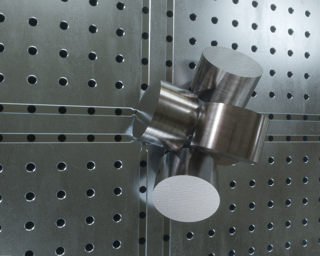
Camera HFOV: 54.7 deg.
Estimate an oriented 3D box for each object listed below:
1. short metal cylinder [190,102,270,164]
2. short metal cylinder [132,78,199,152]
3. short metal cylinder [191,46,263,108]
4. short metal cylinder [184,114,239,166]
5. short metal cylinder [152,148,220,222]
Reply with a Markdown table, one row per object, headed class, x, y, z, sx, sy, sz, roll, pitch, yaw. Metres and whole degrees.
| class | x | y | z | sx | sy | sz | roll | pitch | yaw |
| --- | --- | --- | --- | --- | --- | --- | --- | --- | --- |
| short metal cylinder | 0.080 | 0.007 | 0.359 | 0.081 | 0.080 | 0.050 | 18 | 84 | -19 |
| short metal cylinder | 0.005 | -0.016 | 0.385 | 0.050 | 0.080 | 0.080 | 20 | 83 | -19 |
| short metal cylinder | 0.086 | -0.066 | 0.407 | 0.081 | 0.080 | 0.050 | 2 | 129 | -20 |
| short metal cylinder | 0.078 | 0.010 | 0.427 | 0.081 | 0.050 | 0.080 | 0 | 89 | -20 |
| short metal cylinder | 0.033 | 0.072 | 0.389 | 0.080 | 0.050 | 0.079 | 3 | 124 | 5 |
